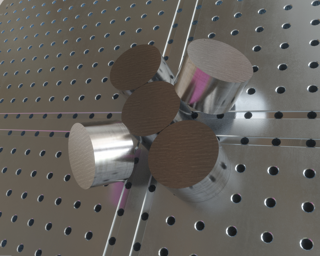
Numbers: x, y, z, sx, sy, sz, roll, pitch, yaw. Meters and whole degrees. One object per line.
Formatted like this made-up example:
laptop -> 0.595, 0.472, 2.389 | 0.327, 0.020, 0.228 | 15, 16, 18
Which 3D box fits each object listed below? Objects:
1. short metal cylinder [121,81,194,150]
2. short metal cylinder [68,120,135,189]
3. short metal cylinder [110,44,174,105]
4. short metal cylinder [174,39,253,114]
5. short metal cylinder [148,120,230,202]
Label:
short metal cylinder -> -0.002, -0.014, 0.400 | 0.080, 0.050, 0.080 | -13, 56, 20
short metal cylinder -> -0.074, 0.031, 0.384 | 0.080, 0.050, 0.079 | 12, 105, 52
short metal cylinder -> -0.025, -0.073, 0.448 | 0.080, 0.050, 0.080 | -13, 56, 20
short metal cylinder -> 0.063, -0.062, 0.371 | 0.081, 0.050, 0.080 | 11, 46, -11
short metal cylinder -> 0.034, 0.038, 0.350 | 0.080, 0.050, 0.080 | -13, 56, 20
